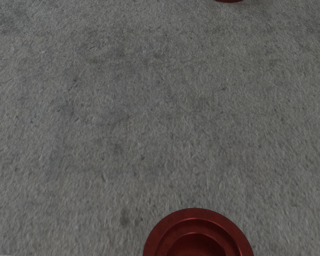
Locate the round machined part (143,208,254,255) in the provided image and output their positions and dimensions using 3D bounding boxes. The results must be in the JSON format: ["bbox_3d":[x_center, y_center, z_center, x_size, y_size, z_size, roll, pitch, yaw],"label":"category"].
[{"bbox_3d":[0.034,0.128,0.285,0.099,0.042,0.098,0,50,0],"label":"round machined part"}]

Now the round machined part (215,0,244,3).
[{"bbox_3d":[0.143,-0.308,0.653,0.099,0.042,0.098,0,50,0],"label":"round machined part"}]
